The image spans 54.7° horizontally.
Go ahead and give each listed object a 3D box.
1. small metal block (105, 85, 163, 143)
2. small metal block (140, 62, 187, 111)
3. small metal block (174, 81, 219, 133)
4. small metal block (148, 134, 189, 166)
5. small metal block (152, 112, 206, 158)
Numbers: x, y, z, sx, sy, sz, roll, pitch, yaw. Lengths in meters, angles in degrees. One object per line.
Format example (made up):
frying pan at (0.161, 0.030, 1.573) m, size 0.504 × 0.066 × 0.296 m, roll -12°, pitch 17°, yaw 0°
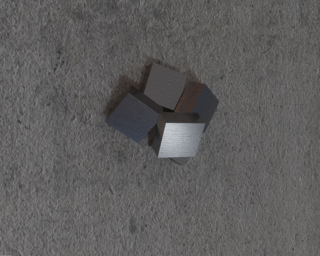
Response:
small metal block at (-0.032, -0.017, 0.387) m, size 0.050 × 0.025 × 0.050 m, roll 35°, pitch 114°, yaw -18°
small metal block at (0.003, -0.053, 0.413) m, size 0.050 × 0.025 × 0.050 m, roll 18°, pitch 84°, yaw -20°
small metal block at (0.050, -0.028, 0.418) m, size 0.050 × 0.025 × 0.050 m, roll 38°, pitch 75°, yaw -51°
small metal block at (0.020, 0.016, 0.419) m, size 0.050 × 0.025 × 0.050 m, roll 34°, pitch 79°, yaw -17°
small metal block at (0.022, 0.009, 0.381) m, size 0.050 × 0.025 × 0.050 m, roll 0°, pitch 123°, yaw -20°
